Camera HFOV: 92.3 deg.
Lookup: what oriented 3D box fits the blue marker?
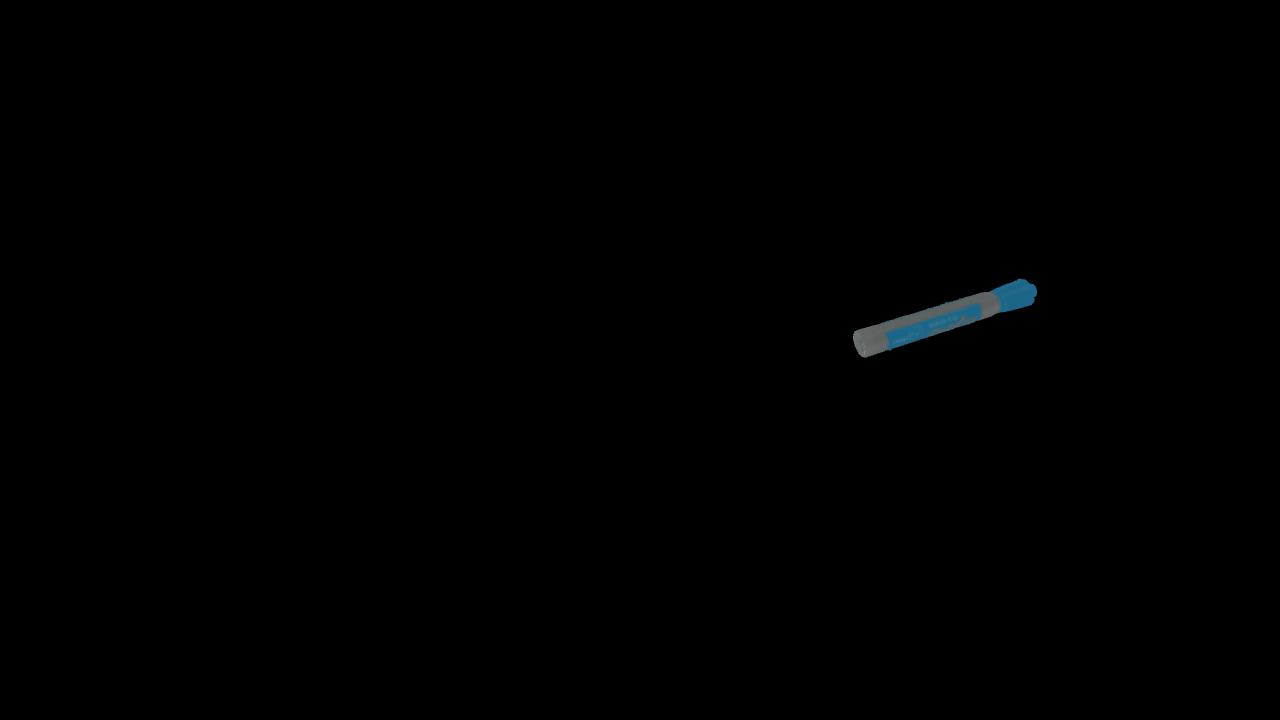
[{"bbox_3d":[0.201,-0.028,0.404,0.121,0.020,0.020,-17,0,-1],"label":"blue marker"}]
